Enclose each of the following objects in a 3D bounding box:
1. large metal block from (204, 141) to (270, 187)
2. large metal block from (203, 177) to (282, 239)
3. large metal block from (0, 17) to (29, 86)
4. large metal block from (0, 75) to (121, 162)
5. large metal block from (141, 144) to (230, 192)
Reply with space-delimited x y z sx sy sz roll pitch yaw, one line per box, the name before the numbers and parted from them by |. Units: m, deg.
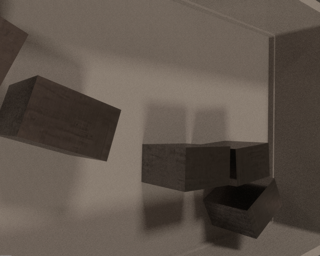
large metal block | 0.105 0.049 0.461 0.081 0.080 0.050 -5 94 -40
large metal block | 0.129 0.116 0.482 0.081 0.080 0.050 -34 112 -35
large metal block | -0.156 -0.046 0.240 0.050 0.080 0.080 32 70 -36
large metal block | -0.097 -0.006 0.290 0.080 0.080 0.050 23 76 -38
large metal block | 0.033 0.047 0.401 0.081 0.080 0.050 2 89 -40
